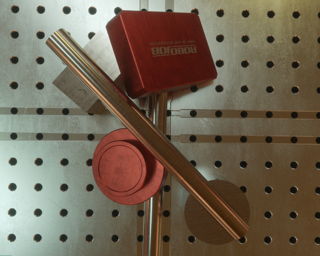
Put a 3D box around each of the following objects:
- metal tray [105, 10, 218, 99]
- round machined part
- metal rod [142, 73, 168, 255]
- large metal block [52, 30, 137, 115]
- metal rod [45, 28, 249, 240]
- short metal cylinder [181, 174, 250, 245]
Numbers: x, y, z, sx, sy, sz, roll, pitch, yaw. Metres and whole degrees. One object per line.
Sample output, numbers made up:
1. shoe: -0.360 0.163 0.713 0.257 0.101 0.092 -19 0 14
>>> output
1. metal tray: 0.008 -0.090 0.372 0.131 0.030 0.090 -18 90 -42
2. round machined part: -0.042 0.049 0.389 0.098 0.042 0.097 0 90 17
3. metal rod: -0.005 0.020 0.413 0.025 0.025 0.298 2 90 -1
4. large metal block: -0.075 -0.064 0.386 0.050 0.080 0.080 41 90 -1
5. metal rod: -0.007 0.013 0.343 0.025 0.025 0.300 -43 98 0
6. short metal cylinder: 0.070 0.103 0.402 0.081 0.050 0.079 0 90 -1
